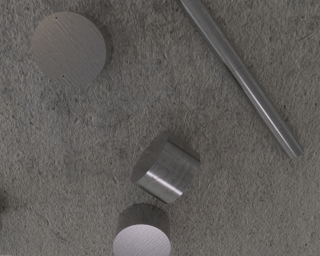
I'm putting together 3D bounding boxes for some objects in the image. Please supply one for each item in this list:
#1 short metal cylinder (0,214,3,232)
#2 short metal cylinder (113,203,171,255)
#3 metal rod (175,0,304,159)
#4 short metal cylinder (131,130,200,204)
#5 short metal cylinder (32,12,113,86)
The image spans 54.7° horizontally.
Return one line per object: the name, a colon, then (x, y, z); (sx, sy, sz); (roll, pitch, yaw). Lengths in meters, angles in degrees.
short metal cylinder: (-0.266, 0.126, 0.424); (0.080, 0.080, 0.050); (-5, 110, 2)
short metal cylinder: (-0.025, 0.159, 0.455); (0.081, 0.050, 0.079); (0, 110, 0)
metal rod: (0.092, -0.077, 0.382); (0.025, 0.025, 0.300); (-36, 106, 12)
short metal cylinder: (0.006, 0.050, 0.399); (0.050, 0.080, 0.080); (36, 106, -12)
short metal cylinder: (-0.099, -0.093, 0.361); (0.081, 0.050, 0.079); (0, 110, 0)
